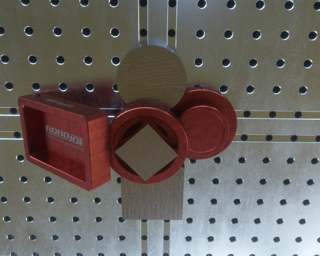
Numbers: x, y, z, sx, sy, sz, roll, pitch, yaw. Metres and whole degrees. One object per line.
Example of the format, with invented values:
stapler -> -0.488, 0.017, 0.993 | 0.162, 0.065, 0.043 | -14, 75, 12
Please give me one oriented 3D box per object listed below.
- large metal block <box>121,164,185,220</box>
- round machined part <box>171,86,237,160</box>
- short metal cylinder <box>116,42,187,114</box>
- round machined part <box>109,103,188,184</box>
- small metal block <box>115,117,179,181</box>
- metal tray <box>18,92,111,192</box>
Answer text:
large metal block -> -0.010, 0.077, 0.425 | 0.081, 0.050, 0.079 | 1, 110, -1
round machined part -> 0.052, -0.002, 0.402 | 0.099, 0.042, 0.097 | 0, 110, 0
short metal cylinder -> -0.010, -0.062, 0.376 | 0.081, 0.050, 0.079 | 0, 110, 0
round machined part -> -0.017, 0.016, 0.379 | 0.099, 0.042, 0.097 | 0, 110, 0
small metal block -> -0.015, 0.024, 0.356 | 0.050, 0.025, 0.050 | -40, 106, 13
metal tray -> -0.118, 0.013, 0.376 | 0.130, 0.030, 0.089 | 15, 115, 34
